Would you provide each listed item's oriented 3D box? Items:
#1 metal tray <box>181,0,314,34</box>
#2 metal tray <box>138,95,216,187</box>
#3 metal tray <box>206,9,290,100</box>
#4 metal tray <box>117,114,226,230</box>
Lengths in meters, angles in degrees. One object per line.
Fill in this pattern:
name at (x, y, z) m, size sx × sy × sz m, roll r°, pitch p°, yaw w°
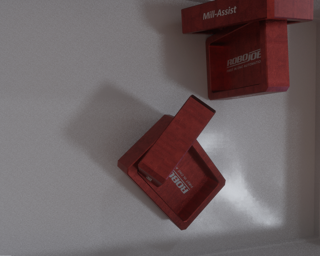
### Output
metal tray at (0.101, -0.137, 0.374) m, size 0.091 × 0.130 × 0.030 m, roll -13°, pitch 104°, yaw -38°
metal tray at (0.014, 0.022, 0.359) m, size 0.030 × 0.130 × 0.090 m, roll 36°, pitch 78°, yaw 5°
metal tray at (0.104, -0.085, 0.393) m, size 0.030 × 0.130 × 0.089 m, roll -3°, pitch 91°, yaw -20°
metal tray at (0.020, 0.058, 0.395) m, size 0.090 × 0.030 × 0.130 m, roll -45°, pitch 121°, yaw -13°
